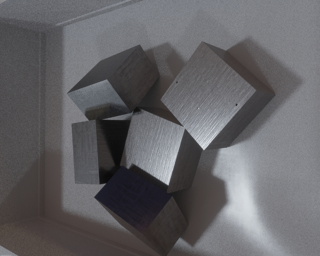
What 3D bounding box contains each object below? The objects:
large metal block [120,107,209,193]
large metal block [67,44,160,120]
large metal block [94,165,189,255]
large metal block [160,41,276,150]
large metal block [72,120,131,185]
[{"bbox_3d":[0.004,0.024,0.385,0.080,0.050,0.079,24,105,37],"label":"large metal block"},{"bbox_3d":[-0.060,-0.058,0.409,0.080,0.080,0.050,-10,126,40],"label":"large metal block"},{"bbox_3d":[-0.020,0.102,0.376,0.080,0.080,0.050,25,63,35],"label":"large metal block"},{"bbox_3d":[0.060,-0.033,0.337,0.080,0.050,0.080,51,120,27],"label":"large metal block"},{"bbox_3d":[-0.070,0.031,0.425,0.050,0.081,0.080,-7,86,39],"label":"large metal block"}]
